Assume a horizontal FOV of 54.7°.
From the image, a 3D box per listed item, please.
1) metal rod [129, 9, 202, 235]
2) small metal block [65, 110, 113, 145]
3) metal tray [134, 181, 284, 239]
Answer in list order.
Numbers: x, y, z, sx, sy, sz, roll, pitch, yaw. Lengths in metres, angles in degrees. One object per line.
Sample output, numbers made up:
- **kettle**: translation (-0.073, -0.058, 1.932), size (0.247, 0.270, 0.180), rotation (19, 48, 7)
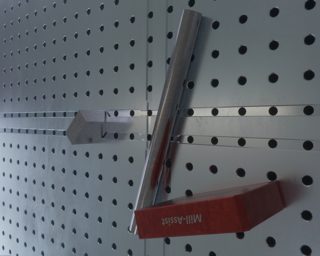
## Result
- **metal rod**: translation (0.004, 0.001, 0.405), size (0.025, 0.025, 0.298), rotation (23, 104, 37)
- **small metal block**: translation (-0.111, -0.001, 0.485), size (0.050, 0.050, 0.025), rotation (-52, 60, 27)
- **metal tray**: translation (0.049, 0.087, 0.326), size (0.130, 0.091, 0.030), rotation (-20, 78, 38)
